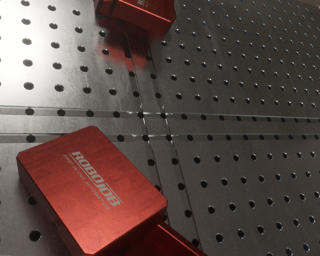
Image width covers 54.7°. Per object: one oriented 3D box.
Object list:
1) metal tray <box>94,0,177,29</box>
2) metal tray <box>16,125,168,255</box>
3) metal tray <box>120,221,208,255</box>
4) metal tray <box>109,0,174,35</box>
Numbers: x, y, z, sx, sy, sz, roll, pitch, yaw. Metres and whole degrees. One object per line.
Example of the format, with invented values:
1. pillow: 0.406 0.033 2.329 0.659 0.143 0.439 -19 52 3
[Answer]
1. metal tray: -0.042 -0.217 0.516 0.131 0.030 0.090 4 60 -27
2. metal tray: -0.068 0.059 0.304 0.091 0.030 0.130 -24 54 -37
3. metal tray: -0.003 0.149 0.278 0.090 0.030 0.131 37 29 3
4. metal tray: -0.024 -0.213 0.484 0.091 0.030 0.130 16 55 -19
